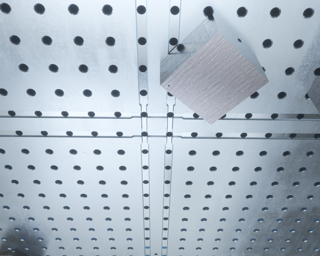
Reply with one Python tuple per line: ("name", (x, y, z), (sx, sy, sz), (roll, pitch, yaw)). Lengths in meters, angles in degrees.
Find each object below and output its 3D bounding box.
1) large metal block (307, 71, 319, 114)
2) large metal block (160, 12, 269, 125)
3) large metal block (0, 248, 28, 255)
("large metal block", (0.232, -0.052, 0.352), (0.080, 0.050, 0.079), (7, 130, -6))
("large metal block", (0.057, -0.063, 0.342), (0.080, 0.050, 0.080), (35, 122, -26))
("large metal block", (-0.299, 0.307, 0.634), (0.050, 0.080, 0.080), (-20, 127, 16))
